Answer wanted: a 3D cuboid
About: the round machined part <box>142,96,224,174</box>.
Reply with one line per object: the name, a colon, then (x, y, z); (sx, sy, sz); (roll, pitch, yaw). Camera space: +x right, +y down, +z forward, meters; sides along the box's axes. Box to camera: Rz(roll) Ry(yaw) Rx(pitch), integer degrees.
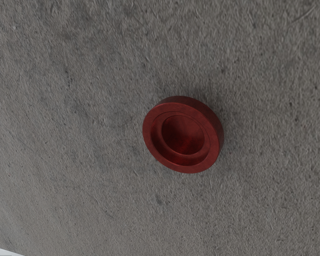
round machined part: (0.031, 0.005, 0.383); (0.098, 0.042, 0.097); (13, 124, 21)
